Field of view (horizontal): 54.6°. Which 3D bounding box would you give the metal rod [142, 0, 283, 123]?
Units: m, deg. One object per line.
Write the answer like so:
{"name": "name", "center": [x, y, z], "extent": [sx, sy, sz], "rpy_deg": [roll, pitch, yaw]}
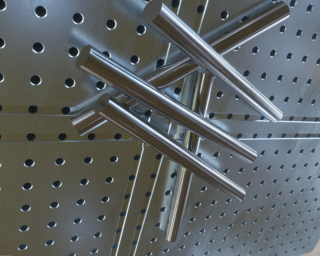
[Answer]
{"name": "metal rod", "center": [0.089, -0.064, 0.392], "extent": [0.301, 0.025, 0.025], "rpy_deg": [24, 105, -45]}

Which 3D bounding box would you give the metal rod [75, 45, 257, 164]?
{"name": "metal rod", "center": [0.033, -0.013, 0.386], "extent": [0.301, 0.025, 0.025], "rpy_deg": [28, 103, -38]}

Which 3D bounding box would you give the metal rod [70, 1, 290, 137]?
{"name": "metal rod", "center": [0.031, -0.077, 0.379], "extent": [0.301, 0.025, 0.025], "rpy_deg": [-31, 129, -9]}

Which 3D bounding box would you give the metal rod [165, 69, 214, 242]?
{"name": "metal rod", "center": [0.040, 0.057, 0.467], "extent": [0.025, 0.025, 0.298], "rpy_deg": [-6, 121, -25]}

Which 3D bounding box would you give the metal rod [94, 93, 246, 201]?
{"name": "metal rod", "center": [0.035, 0.041, 0.420], "extent": [0.025, 0.025, 0.301], "rpy_deg": [-49, 129, 7]}
